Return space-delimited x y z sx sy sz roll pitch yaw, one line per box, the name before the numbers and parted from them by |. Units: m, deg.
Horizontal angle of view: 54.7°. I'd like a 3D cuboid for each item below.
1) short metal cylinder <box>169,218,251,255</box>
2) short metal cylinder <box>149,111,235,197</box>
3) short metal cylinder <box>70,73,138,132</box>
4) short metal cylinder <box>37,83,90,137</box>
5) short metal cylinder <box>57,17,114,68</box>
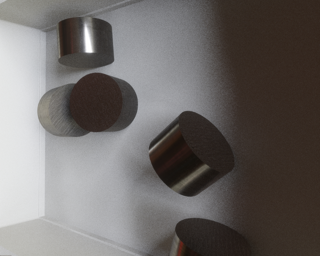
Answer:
short metal cylinder | 0.050 0.139 0.329 0.080 0.081 0.050 21 103 38
short metal cylinder | 0.035 0.028 0.341 0.050 0.081 0.080 -44 64 31
short metal cylinder | -0.078 -0.034 0.436 0.080 0.050 0.079 0 90 19
short metal cylinder | -0.140 -0.026 0.478 0.050 0.081 0.079 -2 89 52
short metal cylinder | -0.110 -0.124 0.459 0.080 0.081 0.050 -8 85 39
